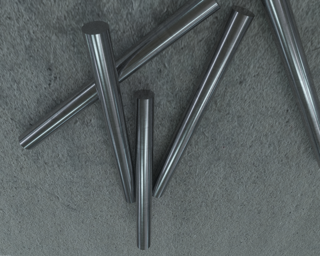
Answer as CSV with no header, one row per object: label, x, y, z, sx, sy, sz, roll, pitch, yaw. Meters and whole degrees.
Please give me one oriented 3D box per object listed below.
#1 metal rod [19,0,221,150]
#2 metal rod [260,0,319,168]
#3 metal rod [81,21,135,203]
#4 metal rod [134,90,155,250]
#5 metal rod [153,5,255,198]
metal rod,-0.064,-0.054,0.360,0.300,0.025,0.025,-32,123,24
metal rod,0.172,-0.044,0.370,0.025,0.025,0.300,-24,127,19
metal rod,-0.053,0.010,0.391,0.025,0.025,0.298,-2,137,1
metal rod,-0.024,0.081,0.458,0.025,0.025,0.298,1,125,-1
metal rod,0.038,-0.008,0.400,0.025,0.025,0.298,13,129,-11
